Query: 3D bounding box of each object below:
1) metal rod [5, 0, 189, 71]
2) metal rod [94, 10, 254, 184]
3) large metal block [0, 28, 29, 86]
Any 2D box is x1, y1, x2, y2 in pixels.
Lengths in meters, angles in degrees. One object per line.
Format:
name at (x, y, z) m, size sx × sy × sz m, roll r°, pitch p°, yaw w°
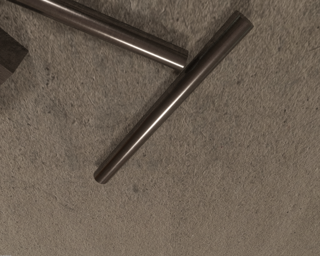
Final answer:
metal rod at (-0.111, -0.122, 0.301) m, size 0.302 × 0.025 × 0.025 m, roll 19°, pitch 127°, yaw -16°
metal rod at (-0.002, -0.018, 0.391) m, size 0.025 × 0.025 × 0.299 m, roll 29°, pitch 124°, yaw -23°
large metal block at (-0.204, -0.074, 0.325) m, size 0.080 × 0.050 × 0.080 m, roll -32°, pitch 123°, yaw 24°
